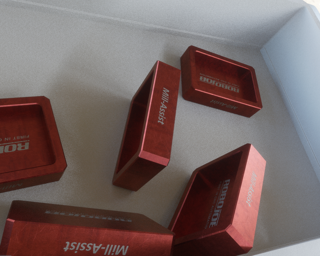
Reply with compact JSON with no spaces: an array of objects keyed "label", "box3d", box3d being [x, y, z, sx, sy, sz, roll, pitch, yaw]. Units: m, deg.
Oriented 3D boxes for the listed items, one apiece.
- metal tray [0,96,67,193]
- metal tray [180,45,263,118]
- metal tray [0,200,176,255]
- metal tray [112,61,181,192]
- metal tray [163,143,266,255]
[{"label":"metal tray","box3d":[-0.168,0.018,0.301,0.131,0.030,0.090,-8,66,-32]},{"label":"metal tray","box3d":[0.099,-0.074,0.503,0.131,0.030,0.090,13,56,-21]},{"label":"metal tray","box3d":[-0.064,0.092,0.271,0.131,0.090,0.030,13,82,-22]},{"label":"metal tray","box3d":[-0.015,-0.003,0.358,0.030,0.090,0.130,21,54,-17]},{"label":"metal tray","box3d":[0.060,0.079,0.330,0.030,0.090,0.131,49,38,-10]}]
